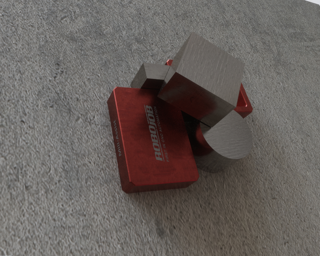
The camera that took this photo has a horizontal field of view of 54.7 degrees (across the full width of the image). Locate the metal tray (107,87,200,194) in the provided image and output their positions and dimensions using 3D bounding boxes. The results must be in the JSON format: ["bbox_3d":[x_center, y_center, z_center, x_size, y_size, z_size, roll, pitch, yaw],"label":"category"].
[{"bbox_3d":[-0.011,0.012,0.390,0.091,0.030,0.130,1,62,-28],"label":"metal tray"}]

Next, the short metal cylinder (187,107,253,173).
[{"bbox_3d":[0.077,0.015,0.421,0.081,0.050,0.080,13,57,-20],"label":"short metal cylinder"}]

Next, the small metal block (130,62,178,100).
[{"bbox_3d":[-0.007,-0.061,0.423,0.050,0.050,0.025,1,62,-28],"label":"small metal block"}]

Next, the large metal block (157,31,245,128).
[{"bbox_3d":[0.053,-0.061,0.389,0.080,0.050,0.080,29,52,-10],"label":"large metal block"}]

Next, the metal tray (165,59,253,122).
[{"bbox_3d":[0.071,-0.056,0.474,0.131,0.030,0.090,-2,63,-29],"label":"metal tray"}]
